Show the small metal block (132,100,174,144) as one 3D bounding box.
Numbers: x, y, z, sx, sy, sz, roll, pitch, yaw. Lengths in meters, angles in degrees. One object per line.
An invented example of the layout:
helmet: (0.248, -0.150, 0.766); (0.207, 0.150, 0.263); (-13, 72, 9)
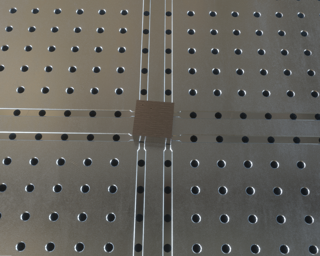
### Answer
small metal block: (-0.008, -0.008, 0.414); (0.050, 0.025, 0.050); (5, 70, 1)
